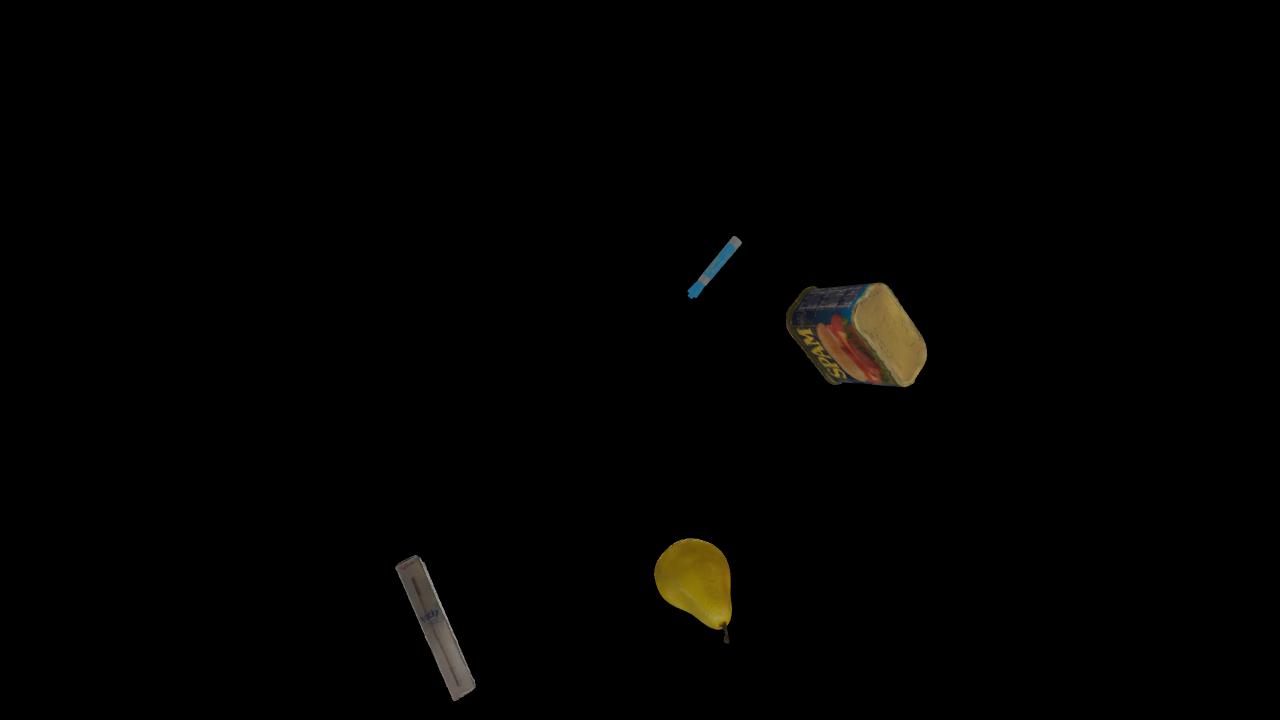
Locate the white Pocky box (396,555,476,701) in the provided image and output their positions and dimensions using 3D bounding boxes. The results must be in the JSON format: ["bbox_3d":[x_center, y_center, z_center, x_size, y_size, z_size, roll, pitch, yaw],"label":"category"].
[{"bbox_3d":[-0.227,0.298,0.687,0.028,0.154,0.084,-24,-17,-23],"label":"white Pocky box"}]

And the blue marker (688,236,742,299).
[{"bbox_3d":[0.117,-0.146,0.980,0.020,0.121,0.020,40,-2,2],"label":"blue marker"}]

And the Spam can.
[{"bbox_3d":[0.199,-0.022,0.564,0.101,0.058,0.085,47,-19,-21],"label":"Spam can"}]

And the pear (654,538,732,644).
[{"bbox_3d":[0.067,0.234,0.619,0.080,0.080,0.111,0,31,-40],"label":"pear"}]
